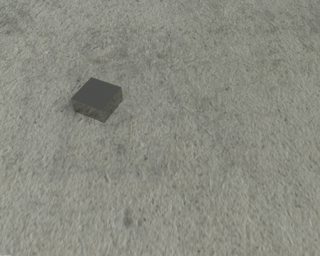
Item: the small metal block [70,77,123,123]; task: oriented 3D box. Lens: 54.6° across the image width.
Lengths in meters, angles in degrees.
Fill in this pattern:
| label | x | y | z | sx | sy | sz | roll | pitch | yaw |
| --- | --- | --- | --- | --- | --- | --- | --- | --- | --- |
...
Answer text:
| label | x | y | z | sx | sy | sz | roll | pitch | yaw |
| --- | --- | --- | --- | --- | --- | --- | --- | --- | --- |
| small metal block | -0.088 | -0.040 | 0.437 | 0.050 | 0.025 | 0.050 | 20 | 53 | 16 |
